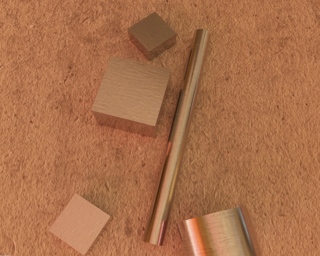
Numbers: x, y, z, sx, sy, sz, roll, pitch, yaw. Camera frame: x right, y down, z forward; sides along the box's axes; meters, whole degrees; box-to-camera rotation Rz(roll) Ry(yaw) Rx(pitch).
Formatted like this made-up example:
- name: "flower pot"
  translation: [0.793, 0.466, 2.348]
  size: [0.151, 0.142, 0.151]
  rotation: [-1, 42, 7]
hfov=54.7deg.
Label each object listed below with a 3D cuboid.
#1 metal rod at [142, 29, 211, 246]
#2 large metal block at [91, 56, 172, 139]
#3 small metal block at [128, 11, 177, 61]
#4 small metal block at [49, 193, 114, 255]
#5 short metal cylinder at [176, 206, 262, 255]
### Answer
- name: "metal rod"
  translation: [0.027, -0.002, 0.409]
  size: [0.025, 0.025, 0.299]
  rotation: [13, 70, 4]
- name: "large metal block"
  translation: [-0.035, -0.040, 0.409]
  size: [0.080, 0.050, 0.080]
  rotation: [14, 71, 4]
- name: "small metal block"
  translation: [-0.011, -0.135, 0.458]
  size: [0.050, 0.025, 0.050]
  rotation: [-37, 74, -13]
- name: "small metal block"
  translation: [-0.092, 0.113, 0.366]
  size: [0.050, 0.025, 0.050]
  rotation: [31, 73, 10]
- name: "short metal cylinder"
  translation: [0.063, 0.119, 0.336]
  size: [0.081, 0.080, 0.050]
  rotation: [-13, 71, -5]
